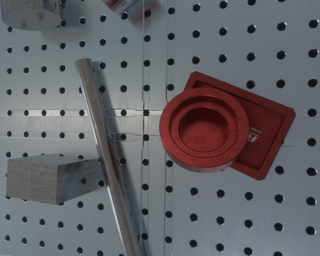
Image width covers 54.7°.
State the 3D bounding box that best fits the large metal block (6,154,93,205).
[{"bbox_3d":[-0.153,0.069,0.437,0.080,0.080,0.050,4,92,20],"label":"large metal block"}]

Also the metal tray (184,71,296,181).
[{"bbox_3d":[0.084,-0.005,0.380,0.130,0.030,0.090,25,98,18],"label":"metal tray"}]

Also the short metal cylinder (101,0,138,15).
[{"bbox_3d":[-0.060,-0.196,0.405,0.050,0.080,0.080,-37,79,16],"label":"short metal cylinder"}]

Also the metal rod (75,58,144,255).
[{"bbox_3d":[-0.072,0.046,0.437,0.025,0.025,0.299,-18,84,19],"label":"metal rod"}]

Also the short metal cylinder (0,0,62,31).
[{"bbox_3d":[-0.188,-0.180,0.449,0.080,0.080,0.050,-8,88,20],"label":"short metal cylinder"}]

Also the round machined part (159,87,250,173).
[{"bbox_3d":[0.050,0.005,0.358,0.099,0.042,0.098,-2,65,5],"label":"round machined part"}]
